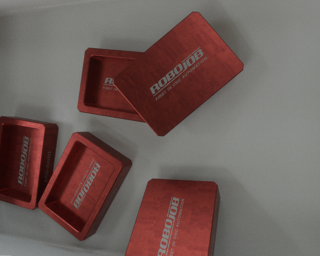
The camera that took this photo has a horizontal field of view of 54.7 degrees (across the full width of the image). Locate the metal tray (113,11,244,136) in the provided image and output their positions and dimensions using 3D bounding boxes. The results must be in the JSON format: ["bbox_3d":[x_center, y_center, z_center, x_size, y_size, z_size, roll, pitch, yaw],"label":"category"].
[{"bbox_3d":[0.021,-0.063,0.374,0.130,0.030,0.090,-40,90,0],"label":"metal tray"}]

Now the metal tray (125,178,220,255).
[{"bbox_3d":[0.017,0.122,0.357,0.090,0.030,0.130,0,45,19],"label":"metal tray"}]

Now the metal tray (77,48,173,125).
[{"bbox_3d":[-0.044,-0.057,0.422,0.130,0.030,0.089,10,93,19],"label":"metal tray"}]

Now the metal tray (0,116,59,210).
[{"bbox_3d":[-0.211,0.051,0.480,0.090,0.030,0.129,9,93,19],"label":"metal tray"}]

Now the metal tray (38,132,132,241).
[{"bbox_3d":[-0.109,0.081,0.444,0.090,0.030,0.129,31,100,17],"label":"metal tray"}]
